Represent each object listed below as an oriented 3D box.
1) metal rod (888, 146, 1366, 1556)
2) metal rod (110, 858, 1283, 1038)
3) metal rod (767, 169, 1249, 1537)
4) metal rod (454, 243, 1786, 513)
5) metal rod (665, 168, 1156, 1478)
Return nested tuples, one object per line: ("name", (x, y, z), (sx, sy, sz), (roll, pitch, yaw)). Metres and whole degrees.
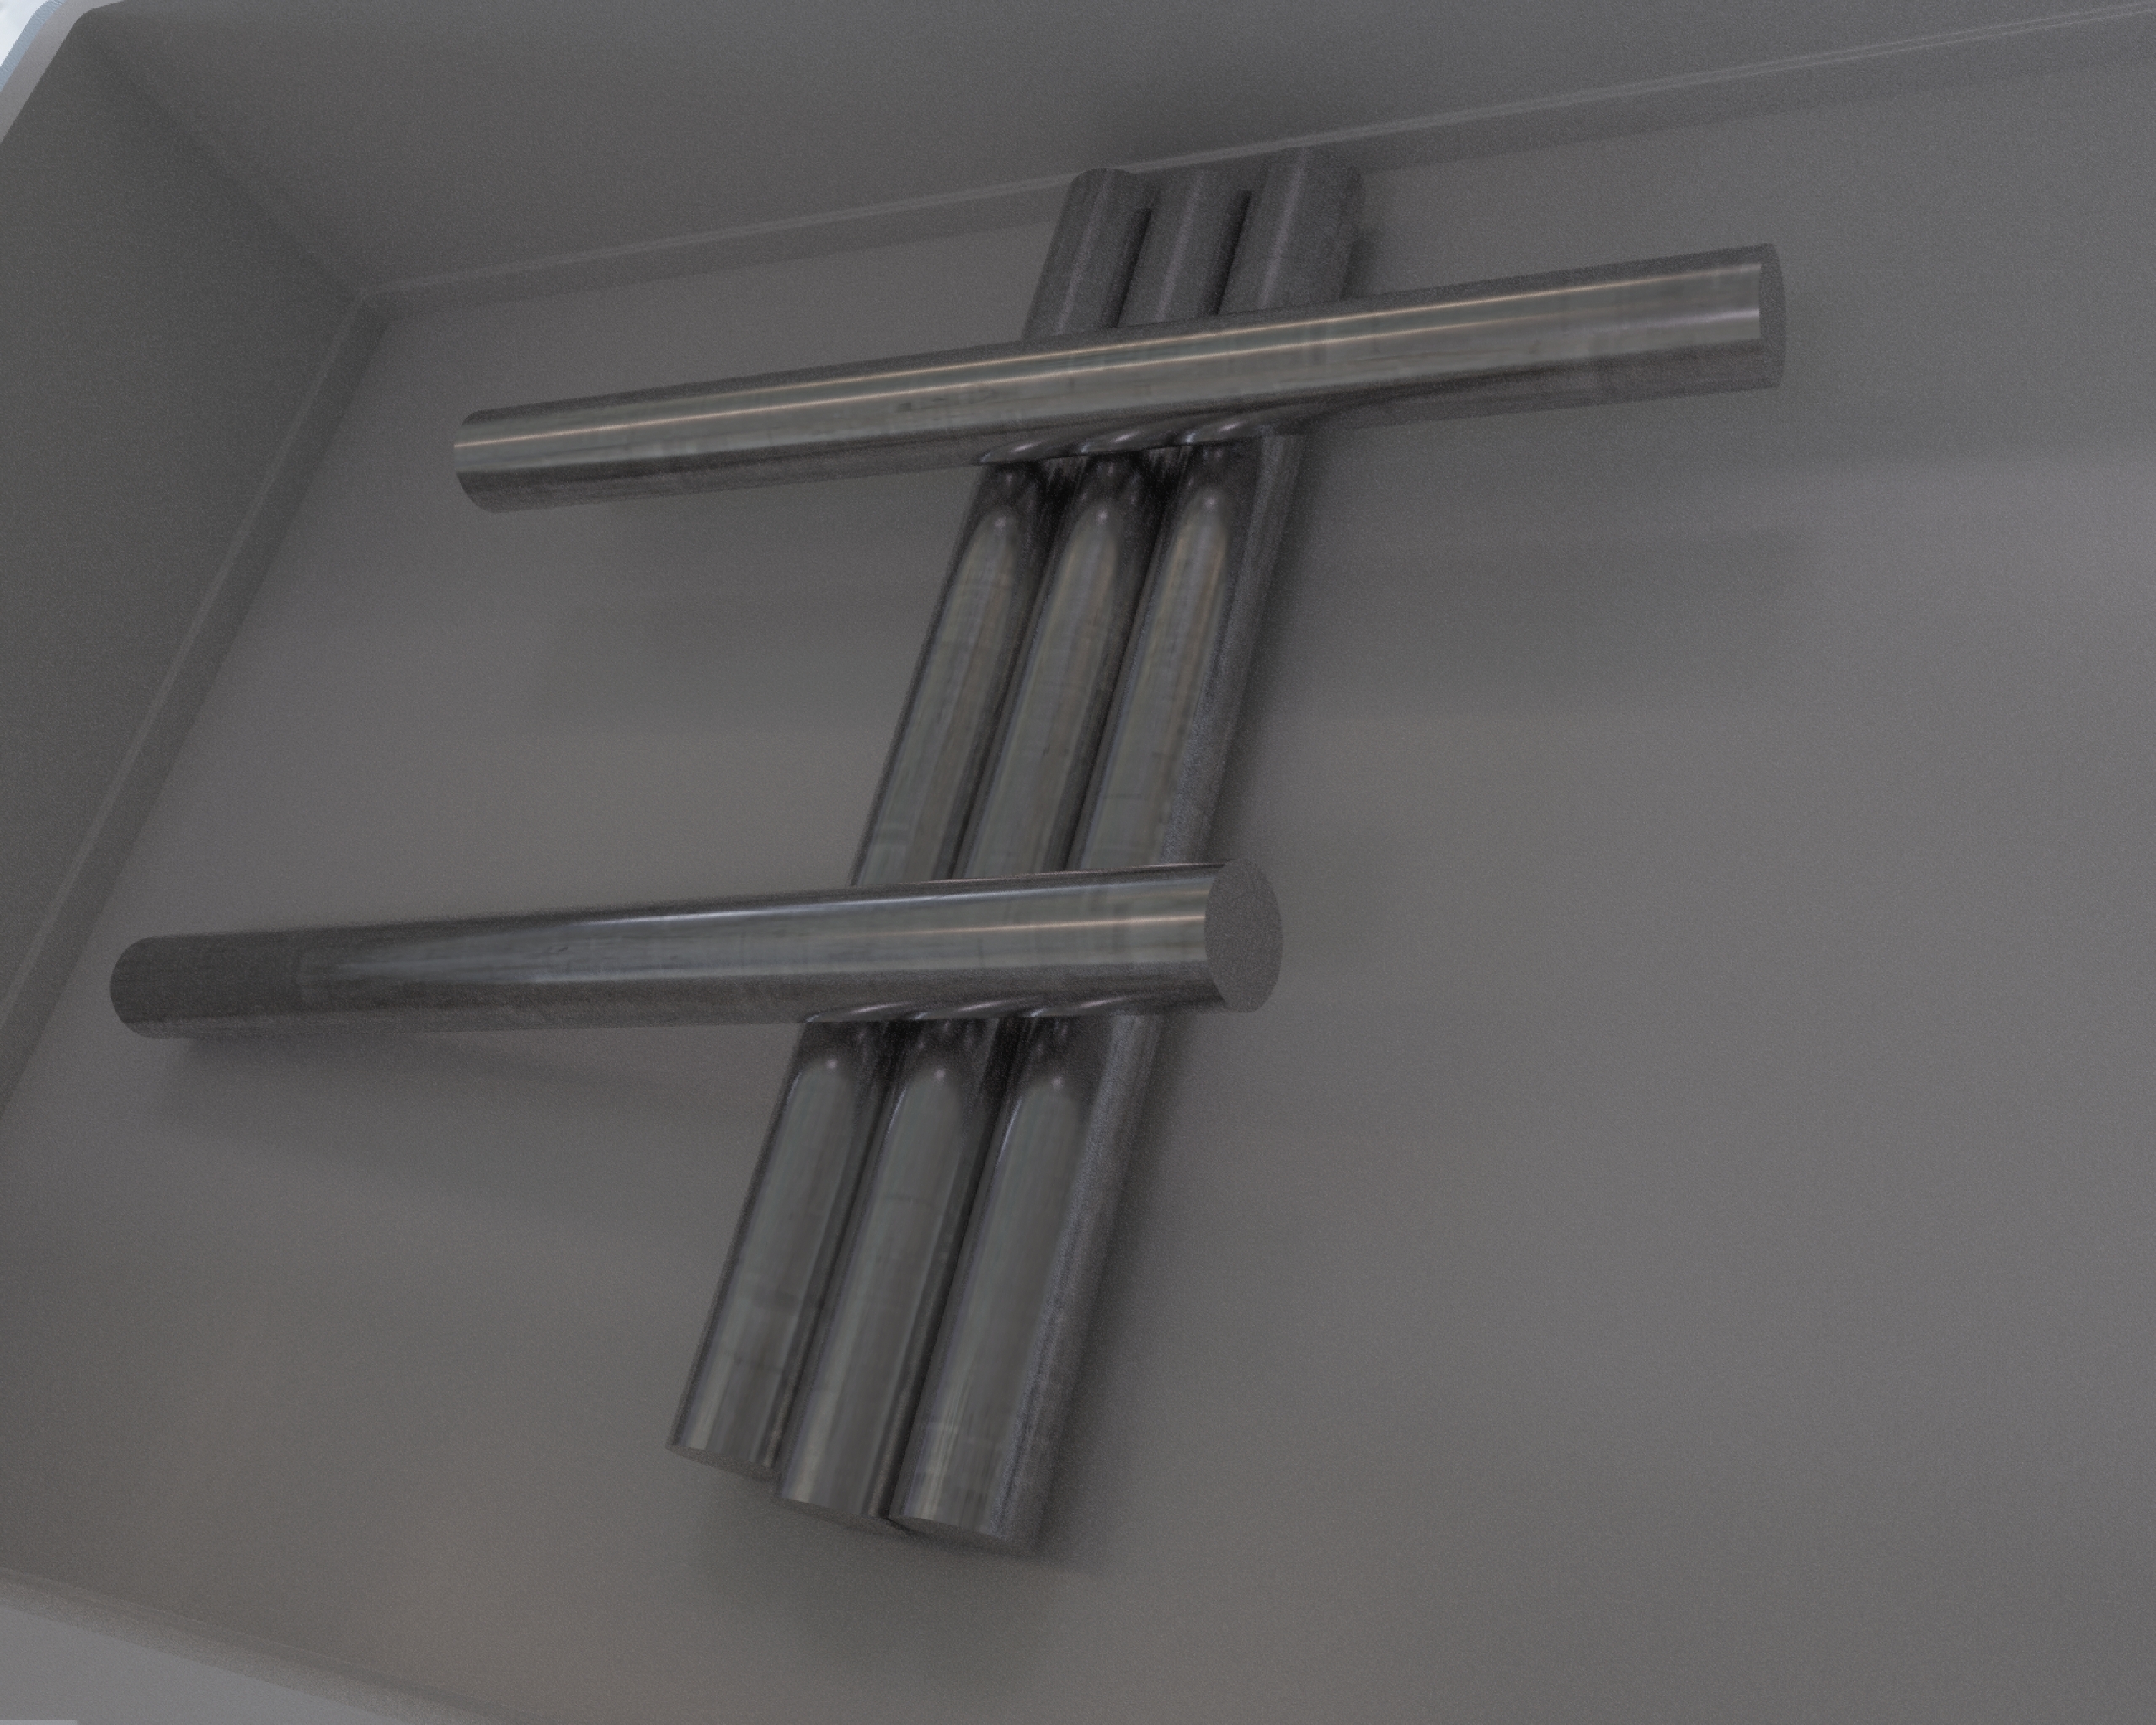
("metal rod", (0.017, -0.020, 0.407), (0.025, 0.025, 0.300), (1, 62, 29))
("metal rod", (-0.097, 0.021, 0.420), (0.300, 0.025, 0.025), (-4, 60, 34))
("metal rod", (-0.006, -0.019, 0.420), (0.025, 0.025, 0.300), (1, 62, 29))
("metal rod", (-0.010, -0.097, 0.437), (0.300, 0.025, 0.025), (0, 62, 28))
("metal rod", (-0.026, -0.024, 0.434), (0.025, 0.025, 0.300), (1, 62, 28))
